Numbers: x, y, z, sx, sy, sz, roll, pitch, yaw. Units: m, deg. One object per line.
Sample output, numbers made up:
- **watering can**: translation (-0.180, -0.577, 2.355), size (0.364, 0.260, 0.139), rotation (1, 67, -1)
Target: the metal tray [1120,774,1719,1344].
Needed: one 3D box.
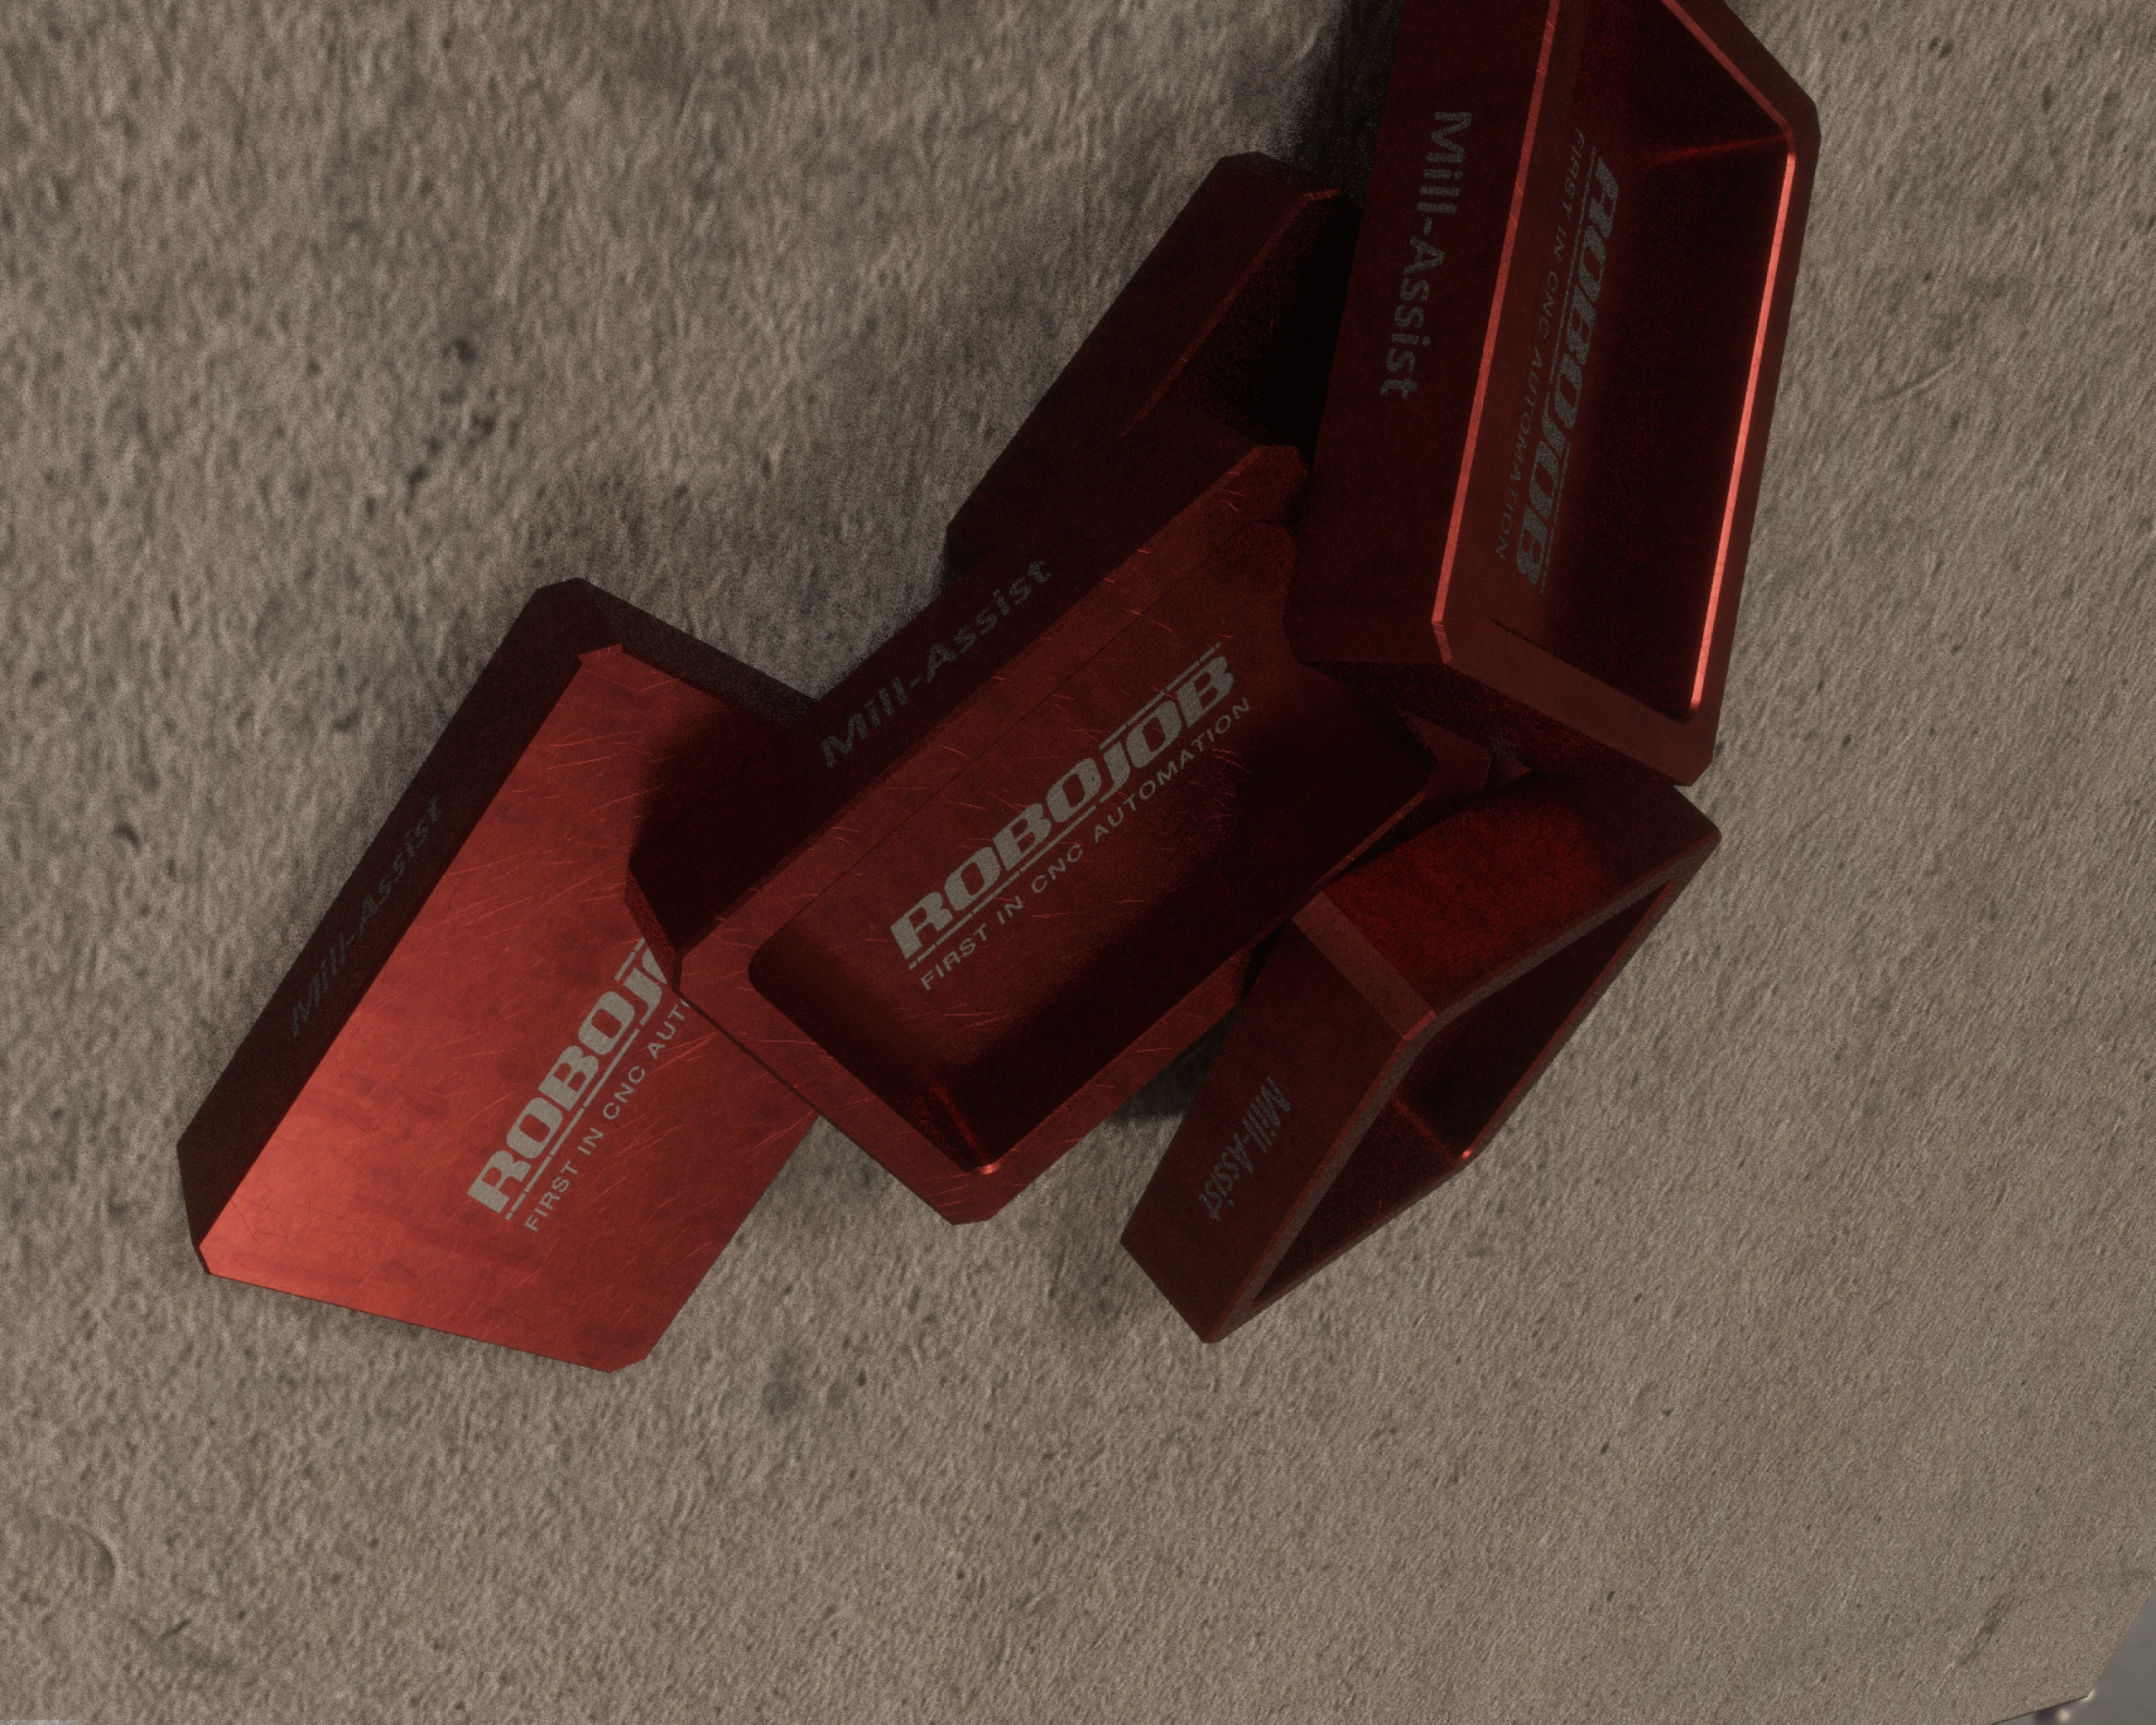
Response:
- **metal tray**: translation (0.066, 0.038, 0.422), size (0.091, 0.030, 0.129), rotation (-27, 154, -32)

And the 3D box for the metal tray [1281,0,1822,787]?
- **metal tray**: translation (0.084, -0.086, 0.356), size (0.091, 0.030, 0.129), rotation (17, 82, -46)

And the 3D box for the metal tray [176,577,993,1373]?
- **metal tray**: translation (-0.086, 0.025, 0.373), size (0.090, 0.030, 0.130), rotation (28, 103, -38)

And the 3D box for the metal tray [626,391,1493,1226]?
- **metal tray**: translation (0.000, -0.006, 0.364), size (0.130, 0.030, 0.090), rotation (-41, 130, 0)

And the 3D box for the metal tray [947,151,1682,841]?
- **metal tray**: translation (0.051, -0.059, 0.398), size (0.131, 0.030, 0.090), rotation (30, 101, -38)
